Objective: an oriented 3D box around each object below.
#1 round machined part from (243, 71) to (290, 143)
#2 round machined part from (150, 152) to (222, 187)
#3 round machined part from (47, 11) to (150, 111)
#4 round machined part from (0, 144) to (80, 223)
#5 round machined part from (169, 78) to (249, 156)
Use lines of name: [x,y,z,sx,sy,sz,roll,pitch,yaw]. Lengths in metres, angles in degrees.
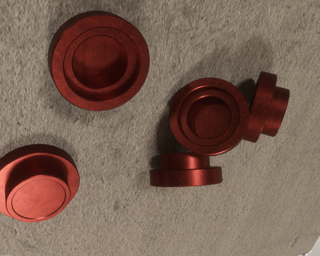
round machined part: [0.146,-0.025,0.426,0.042,0.098,0.097,17,118,12]
round machined part: [0.035,0.055,0.427,0.099,0.098,0.042,0,84,-29]
round machined part: [-0.064,-0.070,0.319,0.099,0.042,0.097,-14,125,-21]
round machined part: [-0.143,0.071,0.362,0.099,0.042,0.097,-14,125,-21]
round machined part: [0.064,-0.012,0.400,0.098,0.098,0.042,-46,163,3]
